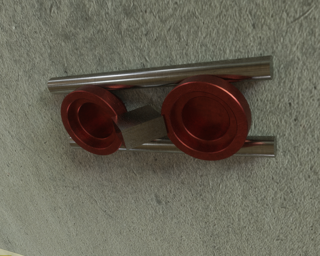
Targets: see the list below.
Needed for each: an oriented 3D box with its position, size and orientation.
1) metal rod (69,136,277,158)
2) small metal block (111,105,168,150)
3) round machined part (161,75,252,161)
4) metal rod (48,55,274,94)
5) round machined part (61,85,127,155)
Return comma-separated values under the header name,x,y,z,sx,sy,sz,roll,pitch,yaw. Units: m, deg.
name,x,y,z,sx,sy,sz,roll,pitch,yaw
metal rod,-0.002,0.021,0.422,0.300,0.025,0.025,0,119,28
small metal block,-0.026,-0.002,0.370,0.050,0.050,0.025,-138,31,-61
round machined part,0.054,-0.014,0.353,0.098,0.042,0.097,13,124,21
metal rod,-0.021,-0.061,0.381,0.300,0.025,0.025,0,119,28
round machined part,-0.083,-0.014,0.427,0.098,0.042,0.097,13,124,21
